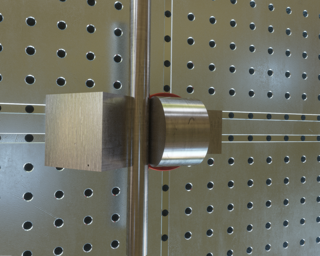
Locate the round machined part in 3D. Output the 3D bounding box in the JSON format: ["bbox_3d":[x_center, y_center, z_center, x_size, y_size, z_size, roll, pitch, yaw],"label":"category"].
[{"bbox_3d":[0.000,0.004,0.403,0.099,0.042,0.097,0,90,-21],"label":"round machined part"}]

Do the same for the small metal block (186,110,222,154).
[{"bbox_3d":[0.051,0.004,0.374,0.025,0.050,0.050,1,90,-20],"label":"small metal block"}]

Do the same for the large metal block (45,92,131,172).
[{"bbox_3d":[-0.081,0.003,0.348,0.050,0.080,0.079,1,90,-62],"label":"large metal block"}]

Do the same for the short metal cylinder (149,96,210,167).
[{"bbox_3d":[0.016,0.004,0.358,0.050,0.080,0.079,1,90,-20],"label":"short metal cylinder"}]

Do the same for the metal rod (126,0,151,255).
[{"bbox_3d":[-0.025,-0.003,0.360,0.025,0.025,0.298,1,90,-20],"label":"metal rod"}]
